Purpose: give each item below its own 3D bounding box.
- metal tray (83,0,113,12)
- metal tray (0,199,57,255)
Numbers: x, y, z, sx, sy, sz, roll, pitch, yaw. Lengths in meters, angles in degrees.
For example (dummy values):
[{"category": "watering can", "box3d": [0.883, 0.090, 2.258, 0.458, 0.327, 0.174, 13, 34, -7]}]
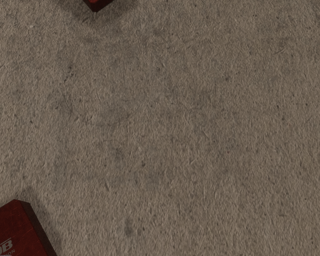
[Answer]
[{"category": "metal tray", "box3d": [-0.109, -0.258, 0.478, 0.090, 0.030, 0.130, -40, 88, -7]}, {"category": "metal tray", "box3d": [-0.194, 0.153, 0.347, 0.131, 0.030, 0.090, -32, 73, -12]}]
